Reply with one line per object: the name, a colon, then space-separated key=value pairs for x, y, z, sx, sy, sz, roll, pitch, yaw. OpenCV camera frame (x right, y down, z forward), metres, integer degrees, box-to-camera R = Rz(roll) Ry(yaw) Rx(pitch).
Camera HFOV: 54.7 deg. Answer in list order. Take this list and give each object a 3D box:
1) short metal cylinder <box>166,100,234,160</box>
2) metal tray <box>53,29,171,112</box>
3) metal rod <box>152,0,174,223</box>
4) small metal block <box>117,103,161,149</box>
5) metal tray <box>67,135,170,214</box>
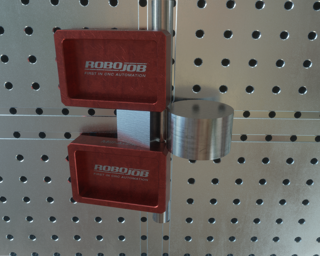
short metal cylinder: x=0.048 y=0.000 z=0.381 sx=0.081 sy=0.080 sz=0.050 roll=0 pitch=110 yaw=0
metal tray: x=-0.054 y=-0.069 z=0.366 sx=0.131 sy=0.030 sz=0.089 roll=4 pitch=111 yaw=11
metal rod: x=0.002 y=-0.007 z=0.406 sx=0.025 sy=0.025 sz=0.298 roll=0 pitch=110 yaw=0
small metal block: x=-0.027 y=-0.006 z=0.396 sx=0.050 sy=0.025 sz=0.050 roll=13 pitch=113 yaw=29
metal tray: x=-0.053 y=0.061 z=0.414 sx=0.131 sy=0.030 sz=0.089 roll=5 pitch=111 yaw=11
